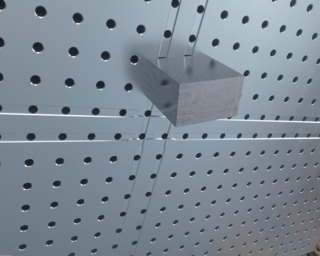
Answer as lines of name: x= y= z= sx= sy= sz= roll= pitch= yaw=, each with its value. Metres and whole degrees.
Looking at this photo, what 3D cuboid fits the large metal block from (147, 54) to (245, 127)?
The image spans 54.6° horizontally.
large metal block: x=0.038 y=-0.048 z=0.366 sx=0.081 sy=0.080 sz=0.050 roll=-11 pitch=123 yaw=-23
